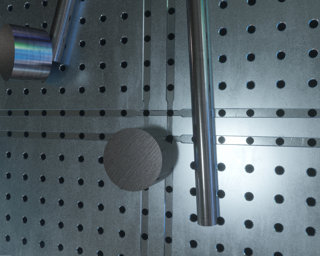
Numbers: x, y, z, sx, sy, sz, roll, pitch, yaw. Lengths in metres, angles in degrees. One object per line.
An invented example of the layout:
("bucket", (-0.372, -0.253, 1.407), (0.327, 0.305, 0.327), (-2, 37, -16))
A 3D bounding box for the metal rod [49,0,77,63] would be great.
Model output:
("metal rod", (-0.122, -0.245, 0.455), (0.025, 0.025, 0.298), (18, 96, 19))

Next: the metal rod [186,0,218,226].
("metal rod", (0.053, -0.028, 0.393), (0.025, 0.025, 0.298), (-3, 89, 20))

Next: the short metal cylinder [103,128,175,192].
("short metal cylinder", (-0.027, 0.039, 0.409), (0.080, 0.050, 0.080), (0, 90, 20))

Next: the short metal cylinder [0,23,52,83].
("short metal cylinder", (-0.198, -0.107, 0.452), (0.080, 0.050, 0.079), (4, 95, 48))
